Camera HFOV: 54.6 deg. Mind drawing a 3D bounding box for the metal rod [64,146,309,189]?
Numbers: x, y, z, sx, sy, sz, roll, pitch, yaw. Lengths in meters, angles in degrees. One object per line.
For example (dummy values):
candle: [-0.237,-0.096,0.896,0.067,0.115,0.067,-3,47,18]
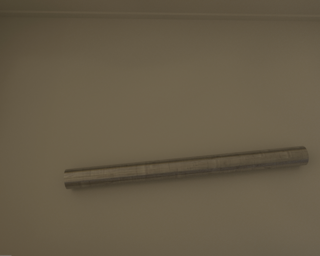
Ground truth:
metal rod: [0.034,0.049,0.391,0.302,0.025,0.025,-5,70,-2]
